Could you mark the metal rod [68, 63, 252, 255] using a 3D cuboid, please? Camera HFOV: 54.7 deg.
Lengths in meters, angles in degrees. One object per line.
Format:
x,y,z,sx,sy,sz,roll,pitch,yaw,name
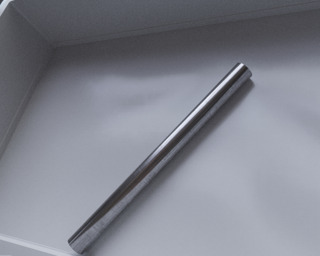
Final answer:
0.003,0.034,0.381,0.300,0.025,0.025,-46,51,-5,metal rod
